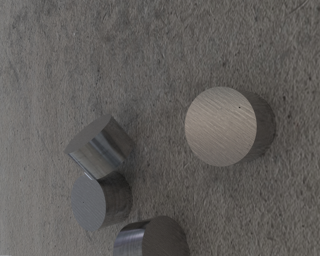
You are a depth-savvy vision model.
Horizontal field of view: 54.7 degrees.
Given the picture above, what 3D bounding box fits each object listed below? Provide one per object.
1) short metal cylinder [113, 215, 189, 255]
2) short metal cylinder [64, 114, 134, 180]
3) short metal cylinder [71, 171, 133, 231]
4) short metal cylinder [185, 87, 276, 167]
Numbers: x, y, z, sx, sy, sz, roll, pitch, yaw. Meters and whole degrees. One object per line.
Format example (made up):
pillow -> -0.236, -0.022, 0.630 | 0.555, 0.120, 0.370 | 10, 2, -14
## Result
short metal cylinder -> -0.010, 0.152, 0.377 | 0.050, 0.081, 0.080 | -27, 74, 37
short metal cylinder -> -0.083, 0.025, 0.429 | 0.080, 0.080, 0.050 | -20, 117, 38
short metal cylinder -> -0.087, 0.107, 0.461 | 0.080, 0.050, 0.080 | 0, 90, 40
short metal cylinder -> 0.074, -0.002, 0.328 | 0.080, 0.050, 0.080 | 0, 90, 40
